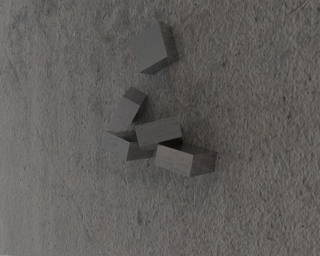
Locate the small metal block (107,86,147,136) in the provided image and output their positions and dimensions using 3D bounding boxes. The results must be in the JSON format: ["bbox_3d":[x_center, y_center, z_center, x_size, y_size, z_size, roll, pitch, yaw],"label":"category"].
[{"bbox_3d":[-0.044,-0.024,0.422,0.025,0.050,0.050,29,113,-5],"label":"small metal block"}]

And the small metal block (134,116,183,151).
[{"bbox_3d":[0.000,0.008,0.376,0.050,0.050,0.025,-14,79,2],"label":"small metal block"}]

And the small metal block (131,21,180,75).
[{"bbox_3d":[-0.007,-0.105,0.411,0.050,0.025,0.050,-22,77,38],"label":"small metal block"}]

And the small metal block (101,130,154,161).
[{"bbox_3d":[-0.043,0.023,0.424,0.050,0.050,0.025,21,104,38],"label":"small metal block"}]

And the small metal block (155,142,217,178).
[{"bbox_3d":[0.031,0.035,0.363,0.050,0.050,0.025,15,100,39],"label":"small metal block"}]
